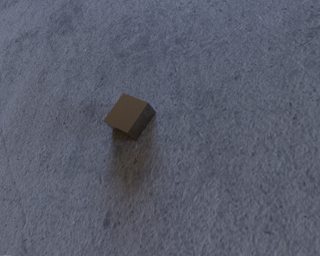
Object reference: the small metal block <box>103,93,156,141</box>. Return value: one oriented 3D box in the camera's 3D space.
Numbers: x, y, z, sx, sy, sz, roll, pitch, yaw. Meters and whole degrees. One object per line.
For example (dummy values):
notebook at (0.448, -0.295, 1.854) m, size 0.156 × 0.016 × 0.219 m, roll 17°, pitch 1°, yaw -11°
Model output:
small metal block at (-0.043, -0.016, 0.435) m, size 0.050 × 0.025 × 0.050 m, roll 24°, pitch 74°, yaw 36°
